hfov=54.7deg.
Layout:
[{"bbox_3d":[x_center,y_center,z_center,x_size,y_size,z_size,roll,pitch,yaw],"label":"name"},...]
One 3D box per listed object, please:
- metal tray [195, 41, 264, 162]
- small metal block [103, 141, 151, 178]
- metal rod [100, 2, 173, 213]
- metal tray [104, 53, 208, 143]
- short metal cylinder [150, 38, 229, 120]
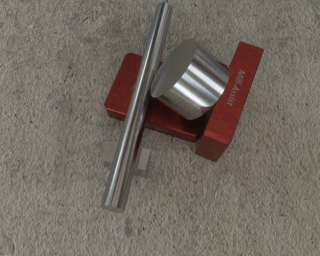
[{"bbox_3d":[0.085,-0.030,0.387,0.030,0.090,0.130,22,71,7],"label":"metal tray"},{"bbox_3d":[-0.038,0.040,0.381,0.050,0.050,0.025,12,71,4],"label":"small metal block"},{"bbox_3d":[-0.021,-0.046,0.385,0.025,0.025,0.300,10,61,3],"label":"metal rod"},{"bbox_3d":[0.002,-0.042,0.422,0.131,0.030,0.090,17,71,6],"label":"metal tray"},{"bbox_3d":[0.033,-0.056,0.362,0.050,0.080,0.080,33,70,-24],"label":"short metal cylinder"}]
